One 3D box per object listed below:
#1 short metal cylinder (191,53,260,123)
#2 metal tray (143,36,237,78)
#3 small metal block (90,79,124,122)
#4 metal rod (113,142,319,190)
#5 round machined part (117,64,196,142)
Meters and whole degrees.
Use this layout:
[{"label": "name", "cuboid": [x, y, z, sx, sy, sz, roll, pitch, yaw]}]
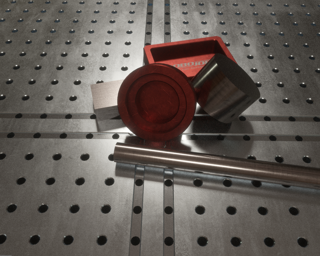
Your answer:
[{"label": "short metal cylinder", "cuboid": [0.086, -0.053, 0.412, 0.080, 0.050, 0.080, 29, 35, -23]}, {"label": "metal tray", "cuboid": [0.046, -0.100, 0.488, 0.131, 0.030, 0.090, -10, 51, -9]}, {"label": "small metal block", "cuboid": [-0.069, -0.040, 0.441, 0.050, 0.025, 0.050, -11, 51, -10]}, {"label": "metal rod", "cuboid": [0.095, 0.048, 0.368, 0.302, 0.025, 0.025, 7, 50, 5]}, {"label": "round machined part", "cuboid": [-0.002, -0.035, 0.401, 0.098, 0.097, 0.042, 10, 18, 7]}]
